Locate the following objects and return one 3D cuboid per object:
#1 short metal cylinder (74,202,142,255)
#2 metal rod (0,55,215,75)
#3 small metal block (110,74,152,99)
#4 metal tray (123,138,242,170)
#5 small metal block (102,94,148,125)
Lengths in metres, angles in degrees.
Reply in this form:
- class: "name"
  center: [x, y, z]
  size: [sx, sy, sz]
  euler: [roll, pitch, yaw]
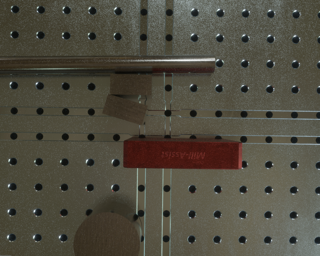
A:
- class: "short metal cylinder"
  center: [-0.065, 0.142, 0.400]
  size: [0.081, 0.050, 0.079]
  euler: [0, 90, -1]
- class: "metal rod"
  center: [-0.079, -0.084, 0.412]
  size: [0.302, 0.025, 0.025]
  euler: [-1, 90, -1]
- class: "small metal block"
  center: [-0.035, -0.053, 0.400]
  size: [0.050, 0.050, 0.025]
  euler: [1, 90, -1]
- class: "metal tray"
  center: [0.025, 0.029, 0.381]
  size: [0.131, 0.090, 0.030]
  euler: [1, 90, -1]
- class: "small metal block"
  center: [-0.043, -0.023, 0.400]
  size: [0.050, 0.050, 0.025]
  euler: [17, 90, -1]
